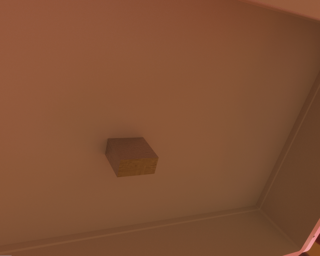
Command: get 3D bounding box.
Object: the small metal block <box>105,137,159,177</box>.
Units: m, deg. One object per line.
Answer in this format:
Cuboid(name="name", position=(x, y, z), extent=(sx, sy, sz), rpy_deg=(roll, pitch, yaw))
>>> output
Cuboid(name="small metal block", position=(-0.037, 0.036, 0.396), extent=(0.050, 0.050, 0.025), rpy_deg=(-1, 119, -29))
